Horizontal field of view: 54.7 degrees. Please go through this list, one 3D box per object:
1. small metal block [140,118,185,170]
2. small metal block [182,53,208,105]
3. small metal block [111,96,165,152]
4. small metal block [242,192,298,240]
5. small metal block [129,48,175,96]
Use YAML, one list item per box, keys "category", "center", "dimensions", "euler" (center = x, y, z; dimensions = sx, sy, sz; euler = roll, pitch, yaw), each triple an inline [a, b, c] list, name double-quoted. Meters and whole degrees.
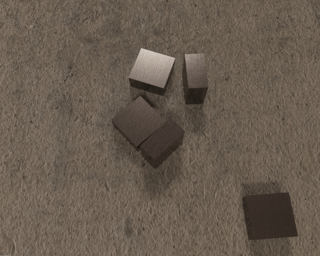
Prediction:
- category: "small metal block"
  center: [0.003, 0.021, 0.387]
  dimensions: [0.025, 0.050, 0.050]
  euler: [43, 75, 14]
- category: "small metal block"
  center: [0.046, -0.065, 0.419]
  dimensions: [0.025, 0.050, 0.050]
  euler: [-4, 70, -2]
- category: "small metal block"
  center: [-0.028, -0.005, 0.410]
  dimensions: [0.050, 0.025, 0.050]
  euler: [-41, 75, -14]
- category: "small metal block"
  center: [0.130, 0.106, 0.371]
  dimensions: [0.050, 0.025, 0.050]
  euler: [-4, 70, -2]
- category: "small metal block"
  center: [-0.011, -0.079, 0.437]
  dimensions: [0.050, 0.025, 0.050]
  euler: [18, 71, 6]
